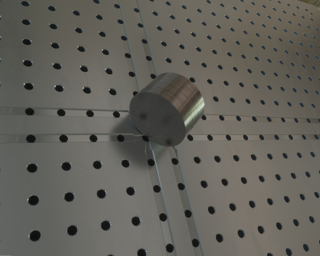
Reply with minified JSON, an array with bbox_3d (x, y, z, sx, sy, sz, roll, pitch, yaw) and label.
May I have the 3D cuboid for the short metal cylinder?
[{"bbox_3d":[0.009,-0.023,0.392,0.080,0.080,0.050,42,51,0],"label":"short metal cylinder"}]
